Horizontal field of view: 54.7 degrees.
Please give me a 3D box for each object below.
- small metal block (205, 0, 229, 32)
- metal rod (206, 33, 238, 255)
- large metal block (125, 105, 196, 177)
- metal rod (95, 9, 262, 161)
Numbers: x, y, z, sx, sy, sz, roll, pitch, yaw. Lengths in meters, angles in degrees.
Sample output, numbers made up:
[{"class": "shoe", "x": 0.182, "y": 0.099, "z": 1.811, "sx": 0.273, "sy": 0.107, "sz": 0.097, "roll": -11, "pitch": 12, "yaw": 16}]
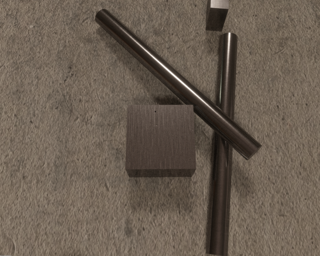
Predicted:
[{"class": "small metal block", "x": 0.085, "y": -0.181, "z": 0.462, "sx": 0.025, "sy": 0.050, "sz": 0.050, "roll": 5, "pitch": 70, "yaw": 2}, {"class": "metal rod", "x": 0.083, "y": 0.006, "z": 0.406, "sx": 0.025, "sy": 0.025, "sz": 0.299, "roll": 7, "pitch": 70, "yaw": 2}, {"class": "large metal block", "x": 0.001, "y": 0.018, "z": 0.388, "sx": 0.081, "sy": 0.050, "sz": 0.080, "roll": 0, "pitch": 70, "yaw": -1}, {"class": "metal rod", "x": 0.012, "y": -0.070, "z": 0.417, "sx": 0.025, "sy": 0.025, "sz": 0.300, "roll": -40, "pitch": 69, "yaw": -13}]
